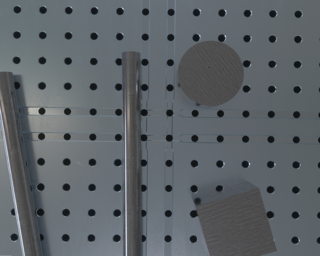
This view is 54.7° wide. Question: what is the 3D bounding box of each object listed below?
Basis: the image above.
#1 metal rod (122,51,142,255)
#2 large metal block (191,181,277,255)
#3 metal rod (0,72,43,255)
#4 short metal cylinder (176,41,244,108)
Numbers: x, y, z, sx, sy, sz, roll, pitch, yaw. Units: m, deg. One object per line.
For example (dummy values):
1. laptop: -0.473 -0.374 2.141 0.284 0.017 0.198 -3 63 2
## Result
1. metal rod: -0.037 0.050 0.412 0.025 0.025 0.298 0 90 0
2. large metal block: 0.093 0.122 0.402 0.080 0.050 0.080 -16 90 0
3. metal rod: -0.185 0.075 0.411 0.025 0.025 0.298 -9 90 0
4. short metal cylinder: 0.062 -0.067 0.401 0.081 0.050 0.079 0 90 0
